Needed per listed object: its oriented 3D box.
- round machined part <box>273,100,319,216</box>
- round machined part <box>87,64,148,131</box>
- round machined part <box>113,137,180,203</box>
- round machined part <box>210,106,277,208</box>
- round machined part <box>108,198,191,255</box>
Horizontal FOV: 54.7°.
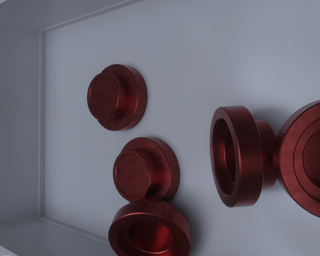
[{"bbox_3d":[0.144,0.024,0.257,0.099,0.042,0.097,0,93,7],"label":"round machined part"},{"bbox_3d":[-0.068,-0.044,0.450,0.098,0.042,0.097,0,90,39],"label":"round machined part"},{"bbox_3d":[-0.025,0.061,0.414,0.098,0.042,0.097,0,90,39],"label":"round machined part"},{"bbox_3d":[0.082,0.027,0.305,0.042,0.098,0.097,-4,90,-5],"label":"round machined part"},{"bbox_3d":[-0.010,0.126,0.381,0.099,0.042,0.097,5,120,8],"label":"round machined part"}]
